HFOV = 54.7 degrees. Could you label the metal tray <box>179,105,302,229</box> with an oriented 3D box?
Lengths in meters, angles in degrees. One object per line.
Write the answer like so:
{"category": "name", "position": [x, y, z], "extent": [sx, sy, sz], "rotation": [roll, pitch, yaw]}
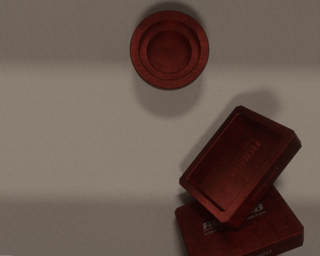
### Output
{"category": "metal tray", "position": [0.095, 0.044, 0.380], "extent": [0.130, 0.090, 0.030], "rotation": [-52, 132, -1]}

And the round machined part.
{"category": "round machined part", "position": [0.012, -0.097, 0.403], "extent": [0.099, 0.042, 0.097], "rotation": [0, 90, -1]}

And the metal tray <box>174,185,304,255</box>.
{"category": "metal tray", "position": [0.092, 0.120, 0.380], "extent": [0.131, 0.090, 0.030], "rotation": [-20, 127, -1]}
